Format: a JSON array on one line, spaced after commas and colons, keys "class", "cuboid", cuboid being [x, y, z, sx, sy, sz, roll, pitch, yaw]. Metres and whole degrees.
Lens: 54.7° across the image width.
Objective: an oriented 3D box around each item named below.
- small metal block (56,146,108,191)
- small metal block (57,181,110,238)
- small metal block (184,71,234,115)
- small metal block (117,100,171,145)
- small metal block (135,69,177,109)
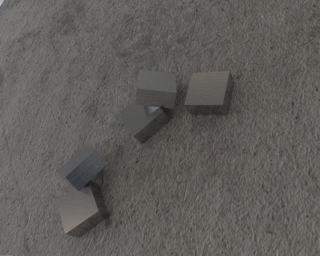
[{"class": "small metal block", "cuboid": [-0.103, 0.052, 0.406, 0.050, 0.025, 0.050, -45, 21, -22]}, {"class": "small metal block", "cuboid": [-0.098, 0.102, 0.393, 0.050, 0.025, 0.050, -35, 51, 5]}, {"class": "small metal block", "cuboid": [0.064, -0.044, 0.397, 0.050, 0.025, 0.050, 2, 63, 29]}, {"class": "small metal block", "cuboid": [-0.022, -0.014, 0.425, 0.050, 0.025, 0.050, -41, 51, 0]}, {"class": "small metal block", "cuboid": [-0.005, -0.053, 0.416, 0.050, 0.025, 0.050, 6, 39, -5]}]
